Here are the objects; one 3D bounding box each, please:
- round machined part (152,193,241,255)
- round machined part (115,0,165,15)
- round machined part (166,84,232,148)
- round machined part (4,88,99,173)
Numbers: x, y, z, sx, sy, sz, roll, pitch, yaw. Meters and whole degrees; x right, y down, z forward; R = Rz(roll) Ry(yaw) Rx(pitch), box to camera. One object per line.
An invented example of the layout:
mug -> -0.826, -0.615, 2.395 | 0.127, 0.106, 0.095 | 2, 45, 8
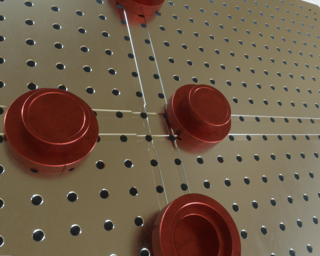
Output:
round machined part -> 0.036, 0.125, 0.340 | 0.099, 0.042, 0.098 | 13, 56, -21
round machined part -> -0.034, -0.243, 0.527 | 0.099, 0.042, 0.098 | 13, 56, -21
round machined part -> 0.062, -0.023, 0.444 | 0.099, 0.042, 0.098 | 13, 56, -21
round machined part -> -0.115, -0.004, 0.338 | 0.099, 0.042, 0.098 | 13, 56, -21
